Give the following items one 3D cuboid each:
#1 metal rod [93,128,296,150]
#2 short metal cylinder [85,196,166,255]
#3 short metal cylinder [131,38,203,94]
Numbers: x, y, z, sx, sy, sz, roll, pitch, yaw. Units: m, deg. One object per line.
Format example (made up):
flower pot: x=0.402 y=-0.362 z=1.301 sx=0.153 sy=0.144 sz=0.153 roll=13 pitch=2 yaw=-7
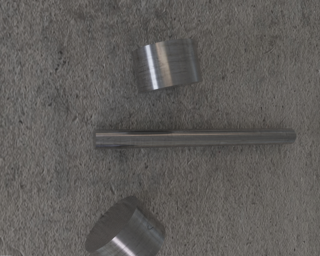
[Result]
metal rod: x=0.062 y=0.013 z=0.432 sx=0.302 sy=0.025 sz=0.025 roll=0 pitch=90 yaw=-20
short metal cylinder: x=-0.041 y=0.127 z=0.365 sx=0.080 sy=0.080 sz=0.050 roll=-44 pitch=104 yaw=-15
short metal cylinder: x=0.009 y=-0.075 z=0.383 sx=0.081 sy=0.080 sz=0.050 roll=-13 pitch=95 yaw=-20
